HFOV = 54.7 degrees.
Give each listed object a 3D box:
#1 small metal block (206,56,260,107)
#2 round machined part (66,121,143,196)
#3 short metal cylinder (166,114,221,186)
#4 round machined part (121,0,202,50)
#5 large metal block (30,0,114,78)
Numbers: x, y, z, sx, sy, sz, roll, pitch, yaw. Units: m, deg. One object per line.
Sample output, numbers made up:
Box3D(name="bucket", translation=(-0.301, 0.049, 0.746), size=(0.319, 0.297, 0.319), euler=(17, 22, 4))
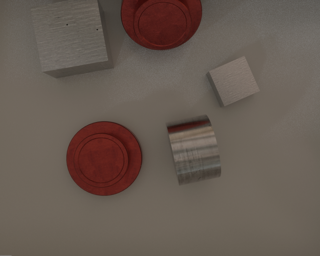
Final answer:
Box3D(name="small metal block", translation=(0.096, -0.061, 0.413), size=(0.050, 0.025, 0.050), euler=(-24, 90, -1))
Box3D(name="round machined part", translation=(-0.072, 0.040, 0.402), size=(0.099, 0.042, 0.097), euler=(0, 90, -1))
Box3D(name="short metal cylinder", translation=(0.040, 0.027, 0.385), size=(0.050, 0.080, 0.080), euler=(-12, 90, 0))
Box3D(name="round machined part", translation=(0.002, -0.135, 0.374), size=(0.099, 0.097, 0.042), euler=(-4, 48, -1))
Box3D(name="large metal block", translation=(-0.109, -0.114, 0.397), size=(0.080, 0.050, 0.080), euler=(-10, 90, -1))
